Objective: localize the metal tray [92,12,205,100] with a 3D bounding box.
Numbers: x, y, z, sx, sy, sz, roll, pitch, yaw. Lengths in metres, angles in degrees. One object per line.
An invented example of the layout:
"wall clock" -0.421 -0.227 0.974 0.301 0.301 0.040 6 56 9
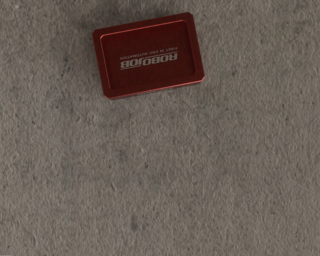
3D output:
"metal tray" -0.015 -0.092 0.407 0.131 0.030 0.090 -11 90 0
